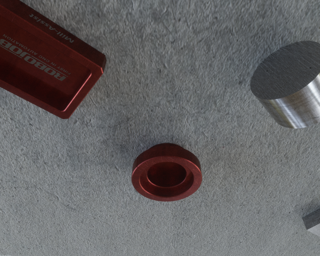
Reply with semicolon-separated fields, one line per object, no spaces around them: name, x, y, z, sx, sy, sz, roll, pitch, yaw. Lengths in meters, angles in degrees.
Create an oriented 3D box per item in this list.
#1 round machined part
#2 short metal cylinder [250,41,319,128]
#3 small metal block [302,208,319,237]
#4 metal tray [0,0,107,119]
round machined part;0.009;0.060;0.447;0.099;0.042;0.097;0;130;0
short metal cylinder;0.146;-0.046;0.333;0.080;0.080;0.050;-33;123;25
small metal block;0.295;0.169;0.554;0.050;0.025;0.050;30;124;-23
metal tray;-0.137;-0.074;0.339;0.131;0.030;0.090;30;124;-24
